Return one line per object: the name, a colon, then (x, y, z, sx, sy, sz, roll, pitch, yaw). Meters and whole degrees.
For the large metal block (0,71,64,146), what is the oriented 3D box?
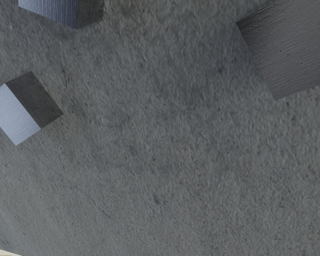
large metal block: (-0.213, -0.029, 0.482, 0.080, 0.050, 0.080, -25, 105, 36)

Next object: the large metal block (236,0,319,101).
large metal block: (0.127, -0.082, 0.273, 0.080, 0.050, 0.080, -21, 107, 35)

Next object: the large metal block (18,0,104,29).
large metal block: (-0.108, -0.167, 0.343, 0.080, 0.050, 0.079, 24, 127, 13)
